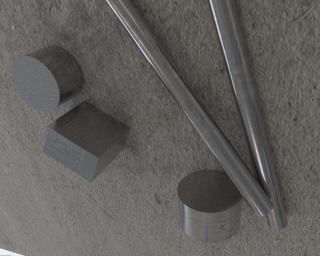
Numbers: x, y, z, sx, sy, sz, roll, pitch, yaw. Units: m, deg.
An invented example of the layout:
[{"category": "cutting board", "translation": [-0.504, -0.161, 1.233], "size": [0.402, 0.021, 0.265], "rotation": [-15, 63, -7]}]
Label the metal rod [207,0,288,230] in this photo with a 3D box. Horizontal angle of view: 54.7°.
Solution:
[{"category": "metal rod", "translation": [0.103, -0.007, 0.348], "size": [0.025, 0.025, 0.299], "rotation": [-7, 115, 31]}]

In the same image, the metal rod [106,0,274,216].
[{"category": "metal rod", "translation": [0.037, -0.025, 0.355], "size": [0.025, 0.025, 0.299], "rotation": [-32, 96, 38]}]

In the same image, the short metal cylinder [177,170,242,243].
[{"category": "short metal cylinder", "translation": [0.064, 0.098, 0.398], "size": [0.080, 0.080, 0.050], "rotation": [9, 122, 23]}]

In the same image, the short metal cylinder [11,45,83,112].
[{"category": "short metal cylinder", "translation": [-0.155, -0.069, 0.430], "size": [0.080, 0.050, 0.079], "rotation": [13, 124, 21]}]

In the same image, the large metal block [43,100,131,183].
[{"category": "large metal block", "translation": [-0.101, 0.016, 0.435], "size": [0.080, 0.080, 0.050], "rotation": [31, 128, 8]}]
